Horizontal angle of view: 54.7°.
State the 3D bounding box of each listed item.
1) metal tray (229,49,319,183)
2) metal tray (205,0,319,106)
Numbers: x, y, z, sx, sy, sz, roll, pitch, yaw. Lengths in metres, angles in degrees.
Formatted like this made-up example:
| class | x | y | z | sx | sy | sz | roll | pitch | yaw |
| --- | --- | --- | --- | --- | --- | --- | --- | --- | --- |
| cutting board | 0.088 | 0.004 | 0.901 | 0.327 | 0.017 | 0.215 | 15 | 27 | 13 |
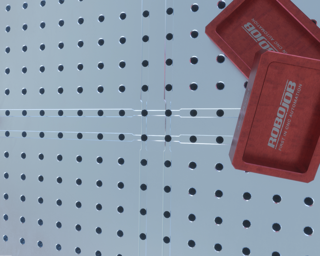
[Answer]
| class | x | y | z | sx | sy | sz | roll | pitch | yaw |
| --- | --- | --- | --- | --- | --- | --- | --- | --- | --- |
| metal tray | 0.135 | -0.012 | 0.333 | 0.091 | 0.030 | 0.129 | 11 | 107 | 1 |
| metal tray | 0.128 | -0.099 | 0.364 | 0.090 | 0.030 | 0.130 | -42 | 77 | 15 |
